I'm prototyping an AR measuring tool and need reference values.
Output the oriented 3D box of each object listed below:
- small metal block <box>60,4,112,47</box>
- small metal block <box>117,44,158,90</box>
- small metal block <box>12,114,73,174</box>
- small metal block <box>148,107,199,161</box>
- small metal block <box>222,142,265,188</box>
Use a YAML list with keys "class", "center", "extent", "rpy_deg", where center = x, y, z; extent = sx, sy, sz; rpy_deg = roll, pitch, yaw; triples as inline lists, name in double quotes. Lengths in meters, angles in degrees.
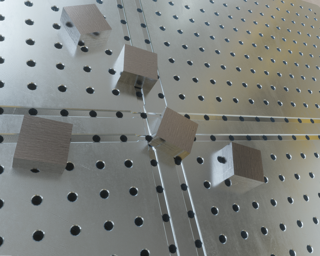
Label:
- class: "small metal block"
  center: [-0.105, -0.147, 0.441]
  extent: [0.050, 0.025, 0.050]
  rpy_deg: [-24, 75, -36]
- class: "small metal block"
  center: [-0.032, -0.087, 0.444]
  extent: [0.050, 0.025, 0.050]
  rpy_deg: [12, 57, -22]
- class: "small metal block"
  center: [-0.124, 0.018, 0.330]
  extent: [0.050, 0.025, 0.050]
  rpy_deg: [13, 57, -21]
- class: "small metal block"
  center: [0.019, 0.008, 0.413]
  extent: [0.050, 0.025, 0.050]
  rpy_deg: [28, 52, -10]
- class: "small metal block"
  center: [0.116, 0.053, 0.438]
  extent: [0.050, 0.025, 0.050]
  rpy_deg: [17, 55, -19]
